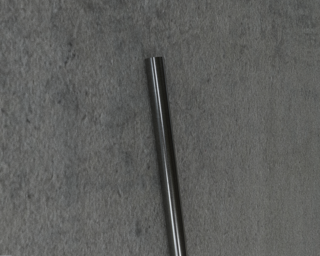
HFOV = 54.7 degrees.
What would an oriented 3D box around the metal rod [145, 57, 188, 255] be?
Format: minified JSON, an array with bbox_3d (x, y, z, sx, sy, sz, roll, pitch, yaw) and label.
[{"bbox_3d":[0.011,0.057,0.416,0.025,0.025,0.298,-12,98,-40],"label":"metal rod"}]
